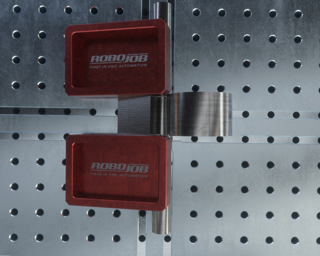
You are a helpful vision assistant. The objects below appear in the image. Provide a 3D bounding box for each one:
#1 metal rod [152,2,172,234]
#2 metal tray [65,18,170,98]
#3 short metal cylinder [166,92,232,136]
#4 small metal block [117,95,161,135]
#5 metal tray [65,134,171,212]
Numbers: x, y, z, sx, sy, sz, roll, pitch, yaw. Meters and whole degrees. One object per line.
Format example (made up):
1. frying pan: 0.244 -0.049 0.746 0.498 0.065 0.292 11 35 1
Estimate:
1. metal rod: 0.003 -0.013 0.409 0.025 0.025 0.298 0 90 0
2. metal tray: -0.054 -0.085 0.393 0.131 0.030 0.089 0 90 12
3. short metal cylinder: 0.048 -0.016 0.383 0.081 0.080 0.050 0 90 0
4. small metal block: -0.027 -0.016 0.399 0.050 0.025 0.050 1 90 31
5. metal tray: -0.053 0.054 0.393 0.131 0.030 0.089 1 90 12
